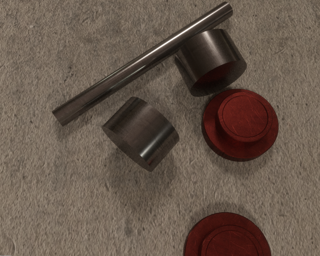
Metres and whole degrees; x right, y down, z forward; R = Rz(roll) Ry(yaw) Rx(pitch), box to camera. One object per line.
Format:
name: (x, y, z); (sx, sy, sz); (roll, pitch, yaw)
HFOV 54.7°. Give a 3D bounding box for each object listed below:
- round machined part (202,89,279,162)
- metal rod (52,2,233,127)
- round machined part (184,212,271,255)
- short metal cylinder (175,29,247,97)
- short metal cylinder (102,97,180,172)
round machined part: (0.106, -0.008, 0.403); (0.099, 0.042, 0.098); (0, 70, -1)
metal rod: (-0.016, -0.097, 0.443); (0.301, 0.025, 0.025); (-35, 74, -13)
round machined part: (0.077, 0.145, 0.347); (0.099, 0.042, 0.098); (0, 70, -1)
short metal cylinder: (0.066, -0.084, 0.411); (0.080, 0.080, 0.050); (-22, 72, -8)
short metal cylinder: (-0.023, 0.008, 0.376); (0.080, 0.080, 0.050); (39, 74, 12)
